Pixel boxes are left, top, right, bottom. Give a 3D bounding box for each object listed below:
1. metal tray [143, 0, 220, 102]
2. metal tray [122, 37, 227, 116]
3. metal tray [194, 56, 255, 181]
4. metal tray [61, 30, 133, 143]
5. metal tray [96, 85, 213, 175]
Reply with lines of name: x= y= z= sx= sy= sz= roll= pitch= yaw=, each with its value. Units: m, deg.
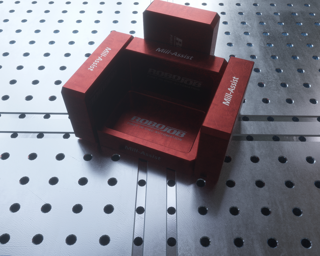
metal tray: x=0.026 y=-0.100 z=0.423 sx=0.090 sy=0.129 sz=0.030 roll=18 pitch=53 yaw=14
metal tray: x=0.018 y=-0.064 z=0.419 sx=0.130 sy=0.090 sz=0.030 roll=17 pitch=53 yaw=13
metal tray: x=0.078 y=-0.013 z=0.376 sx=0.030 sy=0.090 sz=0.130 roll=17 pitch=52 yaw=14
metal tray: x=-0.073 y=-0.056 z=0.412 sx=0.030 sy=0.090 sz=0.130 roll=17 pitch=52 yaw=14
metal tray: x=-0.005 y=-0.002 z=0.405 sx=0.130 sy=0.030 sz=0.090 roll=17 pitch=52 yaw=14
